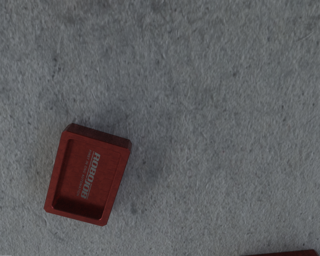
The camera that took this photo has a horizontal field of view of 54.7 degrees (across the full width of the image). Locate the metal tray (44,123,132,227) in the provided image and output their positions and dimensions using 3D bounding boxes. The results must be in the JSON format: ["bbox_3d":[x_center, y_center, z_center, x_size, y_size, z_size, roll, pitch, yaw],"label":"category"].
[{"bbox_3d":[-0.100,0.067,0.430,0.091,0.030,0.129,17,109,-7],"label":"metal tray"}]

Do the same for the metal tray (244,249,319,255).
[{"bbox_3d":[0.192,0.248,0.501,0.131,0.030,0.089,-6,110,1],"label":"metal tray"}]
